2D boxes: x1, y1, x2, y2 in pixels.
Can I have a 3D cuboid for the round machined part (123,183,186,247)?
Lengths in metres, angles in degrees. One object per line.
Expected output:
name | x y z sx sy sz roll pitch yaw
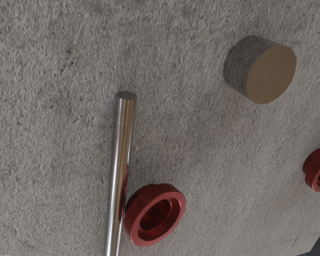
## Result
round machined part | -0.012 0.123 0.459 0.099 0.042 0.097 -22 129 -30

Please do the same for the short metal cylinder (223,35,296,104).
short metal cylinder | 0.133 -0.079 0.417 0.081 0.050 0.079 -14 125 -21

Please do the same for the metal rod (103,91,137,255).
metal rod | -0.060 0.092 0.432 0.025 0.025 0.298 -6 121 -26

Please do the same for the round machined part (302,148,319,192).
round machined part | 0.332 0.079 0.630 0.099 0.042 0.097 -14 125 -21
